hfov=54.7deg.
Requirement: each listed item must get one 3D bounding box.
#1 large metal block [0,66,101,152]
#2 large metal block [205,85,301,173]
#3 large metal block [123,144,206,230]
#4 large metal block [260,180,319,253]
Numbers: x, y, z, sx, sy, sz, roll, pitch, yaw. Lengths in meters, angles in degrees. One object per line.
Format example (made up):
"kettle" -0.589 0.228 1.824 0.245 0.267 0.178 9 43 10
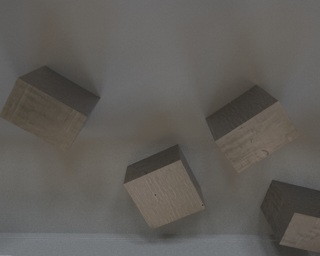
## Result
"large metal block" -0.126 -0.026 0.371 0.080 0.080 0.050 31 107 -11
"large metal block" 0.109 -0.002 0.382 0.080 0.080 0.050 -34 107 12
"large metal block" 0.007 0.081 0.428 0.080 0.050 0.080 -25 108 8
"large metal block" 0.198 0.122 0.428 0.080 0.080 0.050 14 110 -5
